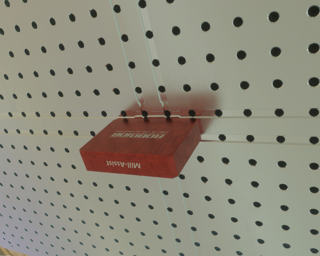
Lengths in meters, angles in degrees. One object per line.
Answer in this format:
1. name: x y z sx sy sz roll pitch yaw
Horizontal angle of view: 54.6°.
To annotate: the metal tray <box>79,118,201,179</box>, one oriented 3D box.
1. metal tray: -0.024 0.021 0.395 0.130 0.090 0.030 0 119 28
